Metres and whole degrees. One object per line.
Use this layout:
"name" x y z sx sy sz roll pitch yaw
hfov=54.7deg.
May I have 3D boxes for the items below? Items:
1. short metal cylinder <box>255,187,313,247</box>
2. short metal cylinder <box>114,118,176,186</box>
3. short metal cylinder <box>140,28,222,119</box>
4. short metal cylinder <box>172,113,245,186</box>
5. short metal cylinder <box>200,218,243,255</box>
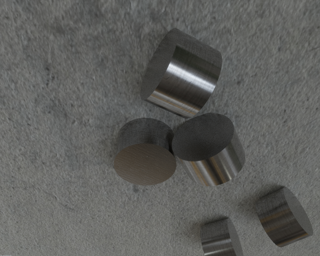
"short metal cylinder" 0.198 0.142 0.495 0.050 0.080 0.080 -36 122 26
"short metal cylinder" -0.019 0.033 0.418 0.081 0.050 0.079 0 130 0
"short metal cylinder" 0.020 -0.056 0.324 0.050 0.080 0.080 23 126 -19
"short metal cylinder" 0.062 0.027 0.395 0.080 0.080 0.050 -20 128 15
"short metal cylinder" 0.110 0.207 0.549 0.050 0.080 0.080 -21 127 16
